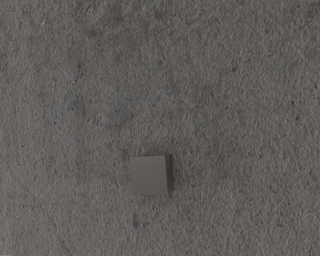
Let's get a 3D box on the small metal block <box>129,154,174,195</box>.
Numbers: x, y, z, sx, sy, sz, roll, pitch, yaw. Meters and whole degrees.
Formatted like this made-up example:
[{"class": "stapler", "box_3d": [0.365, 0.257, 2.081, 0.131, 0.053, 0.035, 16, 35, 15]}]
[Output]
[{"class": "small metal block", "box_3d": [-0.011, 0.062, 0.413, 0.050, 0.025, 0.050, -5, 89, 20]}]
